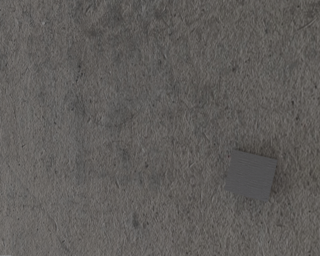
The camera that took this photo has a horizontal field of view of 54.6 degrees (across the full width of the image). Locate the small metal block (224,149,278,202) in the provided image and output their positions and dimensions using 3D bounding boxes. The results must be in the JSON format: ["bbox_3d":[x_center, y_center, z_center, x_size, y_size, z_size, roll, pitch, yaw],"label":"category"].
[{"bbox_3d":[0.109,0.055,0.371,0.050,0.025,0.050,13,94,19],"label":"small metal block"}]
